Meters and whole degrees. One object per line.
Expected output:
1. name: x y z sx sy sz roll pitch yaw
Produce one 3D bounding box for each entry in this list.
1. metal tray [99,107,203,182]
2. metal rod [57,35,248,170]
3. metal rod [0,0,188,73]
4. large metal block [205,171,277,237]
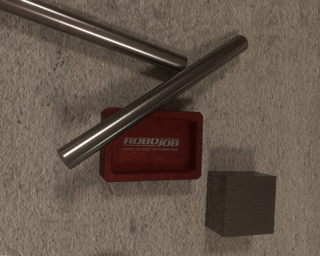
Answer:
1. metal tray: -0.010 0.022 0.403 0.131 0.030 0.089 2 89 -21
2. metal rod: 0.010 -0.046 0.387 0.302 0.025 0.025 -36 102 -27
3. metal rod: -0.105 -0.124 0.370 0.302 0.025 0.025 16 85 -20
4. large metal block: 0.114 0.104 0.440 0.081 0.050 0.079 4 89 -20
